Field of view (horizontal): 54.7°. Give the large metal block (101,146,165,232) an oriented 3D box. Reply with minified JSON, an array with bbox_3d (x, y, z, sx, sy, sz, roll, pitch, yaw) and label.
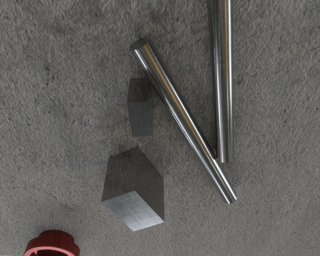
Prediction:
[{"bbox_3d":[-0.035,0.087,0.445,0.050,0.080,0.080,-22,127,17],"label":"large metal block"}]

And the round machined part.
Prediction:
[{"bbox_3d":[-0.202,0.230,0.589,0.099,0.042,0.097,-1,130,0],"label":"round machined part"}]

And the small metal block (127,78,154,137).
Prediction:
[{"bbox_3d":[-0.022,-0.025,0.369,0.025,0.050,0.050,-3,130,2],"label":"small metal block"}]

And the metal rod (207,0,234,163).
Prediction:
[{"bbox_3d":[0.070,-0.072,0.347,0.025,0.025,0.298,-7,130,6],"label":"metal rod"}]

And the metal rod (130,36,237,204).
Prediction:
[{"bbox_3d":[0.046,0.011,0.417,0.025,0.025,0.299,-21,127,17],"label":"metal rod"}]
